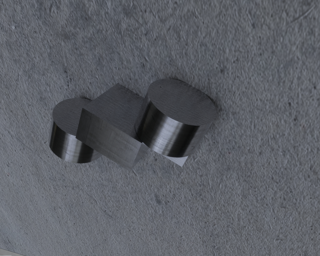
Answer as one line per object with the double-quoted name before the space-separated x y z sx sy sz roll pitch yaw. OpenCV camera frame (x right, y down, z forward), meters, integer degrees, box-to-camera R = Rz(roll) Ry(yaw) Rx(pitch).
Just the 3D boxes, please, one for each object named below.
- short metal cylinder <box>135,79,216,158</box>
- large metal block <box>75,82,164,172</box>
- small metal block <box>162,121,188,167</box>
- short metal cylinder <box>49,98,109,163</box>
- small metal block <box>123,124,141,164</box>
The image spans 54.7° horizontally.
"short metal cylinder" 0.017 -0.013 0.356 0.080 0.080 0.050 31 128 8
"large metal block" -0.046 -0.004 0.395 0.080 0.080 0.050 31 128 8
"small metal block" 0.021 0.015 0.407 0.050 0.025 0.050 31 128 8
"short metal cylinder" -0.111 0.003 0.433 0.080 0.080 0.050 31 128 8
"small metal block" -0.047 0.021 0.447 0.050 0.025 0.050 31 128 8
